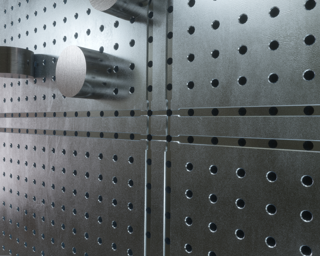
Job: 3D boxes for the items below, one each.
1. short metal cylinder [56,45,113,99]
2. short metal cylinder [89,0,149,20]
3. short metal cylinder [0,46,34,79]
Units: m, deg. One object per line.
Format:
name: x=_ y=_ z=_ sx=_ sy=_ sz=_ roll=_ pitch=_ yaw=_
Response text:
short metal cylinder: x=-0.122 y=-0.087 z=0.494 sx=0.080 sy=0.050 sz=0.079 roll=0 pitch=90 yaw=40
short metal cylinder: x=-0.058 y=-0.201 z=0.441 sx=0.080 sy=0.050 sz=0.079 roll=0 pitch=90 yaw=40
short metal cylinder: x=-0.295 y=-0.129 z=0.617 sx=0.080 sy=0.081 sz=0.050 roll=2 pitch=92 yaw=40
